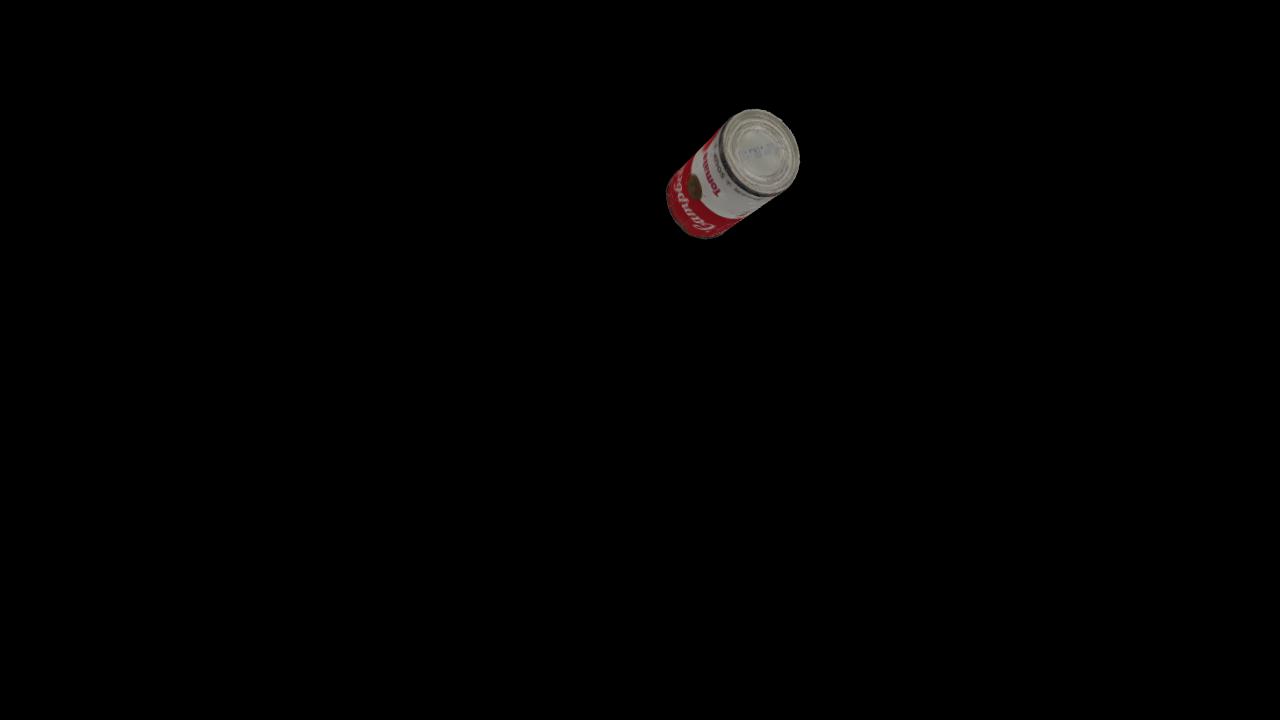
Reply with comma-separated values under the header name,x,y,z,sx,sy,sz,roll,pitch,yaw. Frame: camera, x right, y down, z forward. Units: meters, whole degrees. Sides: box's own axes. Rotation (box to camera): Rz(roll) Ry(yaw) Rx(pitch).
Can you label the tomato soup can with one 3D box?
name,x,y,z,sx,sy,sz,roll,pitch,yaw
tomato soup can,0.071,-0.144,0.489,0.068,0.068,0.101,0,-7,-21
